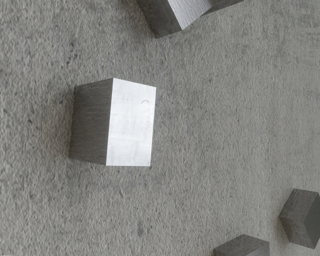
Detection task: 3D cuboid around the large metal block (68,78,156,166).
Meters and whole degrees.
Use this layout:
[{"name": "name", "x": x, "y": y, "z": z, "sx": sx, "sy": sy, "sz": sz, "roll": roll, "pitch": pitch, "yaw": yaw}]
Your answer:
[{"name": "large metal block", "x": -0.052, "y": -0.004, "z": 0.325, "sx": 0.050, "sy": 0.080, "sz": 0.080, "roll": 7, "pitch": 86, "yaw": -40}]

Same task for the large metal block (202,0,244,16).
[{"name": "large metal block", "x": 0.091, "y": -0.214, "z": 0.445, "sx": 0.050, "sy": 0.080, "sz": 0.080, "roll": 50, "pitch": 61, "yaw": -29}]

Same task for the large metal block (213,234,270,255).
[{"name": "large metal block", "x": 0.134, "y": 0.229, "z": 0.501, "sx": 0.081, "sy": 0.050, "sz": 0.079, "roll": -6, "pitch": 94, "yaw": -40}]

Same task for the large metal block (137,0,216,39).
[{"name": "large metal block", "x": 0.017, "y": -0.175, "z": 0.402, "sx": 0.080, "sy": 0.050, "sz": 0.080, "roll": -46, "pitch": 118, "yaw": -30}]

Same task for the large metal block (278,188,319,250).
[{"name": "large metal block", "x": 0.296, "y": 0.185, "z": 0.637, "sx": 0.080, "sy": 0.050, "sz": 0.080, "roll": -44, "pitch": 117, "yaw": -31}]
